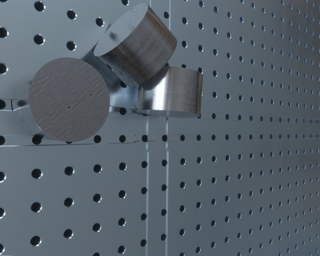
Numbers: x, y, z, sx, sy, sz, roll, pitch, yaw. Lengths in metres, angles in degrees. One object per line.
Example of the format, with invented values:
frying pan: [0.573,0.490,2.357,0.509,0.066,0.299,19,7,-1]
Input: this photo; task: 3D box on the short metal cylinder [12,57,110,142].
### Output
short metal cylinder: [-0.099,-0.027,0.311,0.081,0.050,0.079,0,90,-40]

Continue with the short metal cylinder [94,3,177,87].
short metal cylinder: [-0.028,-0.094,0.351,0.050,0.080,0.080,43,64,-32]

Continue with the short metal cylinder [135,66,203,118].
short metal cylinder: [0.012,-0.042,0.385,0.081,0.080,0.050,7,86,-40]
